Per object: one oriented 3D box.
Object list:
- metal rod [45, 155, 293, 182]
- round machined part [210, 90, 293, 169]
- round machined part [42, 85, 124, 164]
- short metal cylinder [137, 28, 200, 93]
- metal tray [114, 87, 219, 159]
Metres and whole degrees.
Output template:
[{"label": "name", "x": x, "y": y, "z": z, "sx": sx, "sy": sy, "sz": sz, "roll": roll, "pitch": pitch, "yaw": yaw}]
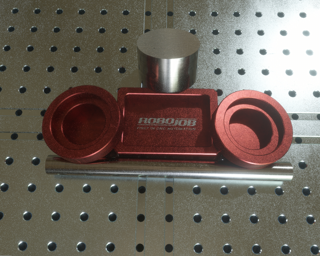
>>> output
[{"label": "metal rod", "x": 0.011, "y": 0.050, "z": 0.389, "sx": 0.302, "sy": 0.025, "sz": 0.025, "roll": 2, "pitch": 70, "yaw": 0}, {"label": "round machined part", "x": 0.111, "y": 0.004, "z": 0.393, "sx": 0.099, "sy": 0.042, "sz": 0.098, "roll": 3, "pitch": 68, "yaw": -7}, {"label": "round machined part", "x": -0.093, "y": -0.002, "z": 0.393, "sx": 0.099, "sy": 0.042, "sz": 0.098, "roll": -3, "pitch": 67, "yaw": 7}, {"label": "short metal cylinder", "x": 0.011, "y": -0.091, "z": 0.412, "sx": 0.081, "sy": 0.050, "sz": 0.080, "roll": 0, "pitch": 44, "yaw": 0}, {"label": "metal tray", "x": 0.009, "y": -0.006, "z": 0.407, "sx": 0.131, "sy": 0.030, "sz": 0.090, "roll": 1, "pitch": 71, "yaw": 0}]
